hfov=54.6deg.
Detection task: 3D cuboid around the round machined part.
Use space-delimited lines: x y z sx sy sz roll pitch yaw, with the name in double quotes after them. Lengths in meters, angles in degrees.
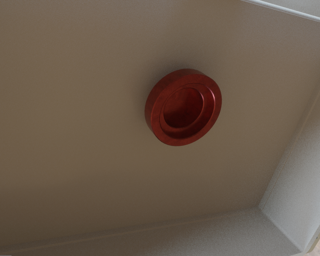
0.026 -0.029 0.393 0.099 0.042 0.097 -14 124 -21 "round machined part"
